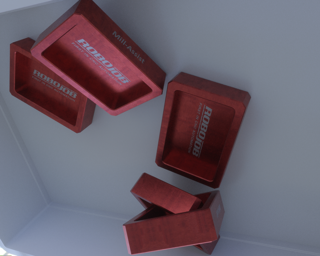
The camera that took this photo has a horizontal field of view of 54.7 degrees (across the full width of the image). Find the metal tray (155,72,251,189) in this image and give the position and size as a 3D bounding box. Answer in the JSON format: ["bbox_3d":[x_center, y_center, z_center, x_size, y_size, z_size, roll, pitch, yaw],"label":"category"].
[{"bbox_3d":[0.048,0.006,0.382,0.090,0.030,0.129,20,126,15],"label":"metal tray"}]

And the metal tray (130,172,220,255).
[{"bbox_3d":[0.024,0.118,0.417,0.090,0.030,0.130,19,152,34],"label":"metal tray"}]

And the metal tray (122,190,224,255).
[{"bbox_3d":[0.023,0.104,0.358,0.090,0.130,0.030,-15,83,14],"label":"metal tray"}]

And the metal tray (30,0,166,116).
[{"bbox_3d":[-0.067,-0.073,0.359,0.090,0.030,0.130,-22,133,36],"label":"metal tray"}]

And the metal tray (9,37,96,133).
[{"bbox_3d":[-0.154,-0.060,0.446,0.130,0.030,0.089,29,128,9],"label":"metal tray"}]
